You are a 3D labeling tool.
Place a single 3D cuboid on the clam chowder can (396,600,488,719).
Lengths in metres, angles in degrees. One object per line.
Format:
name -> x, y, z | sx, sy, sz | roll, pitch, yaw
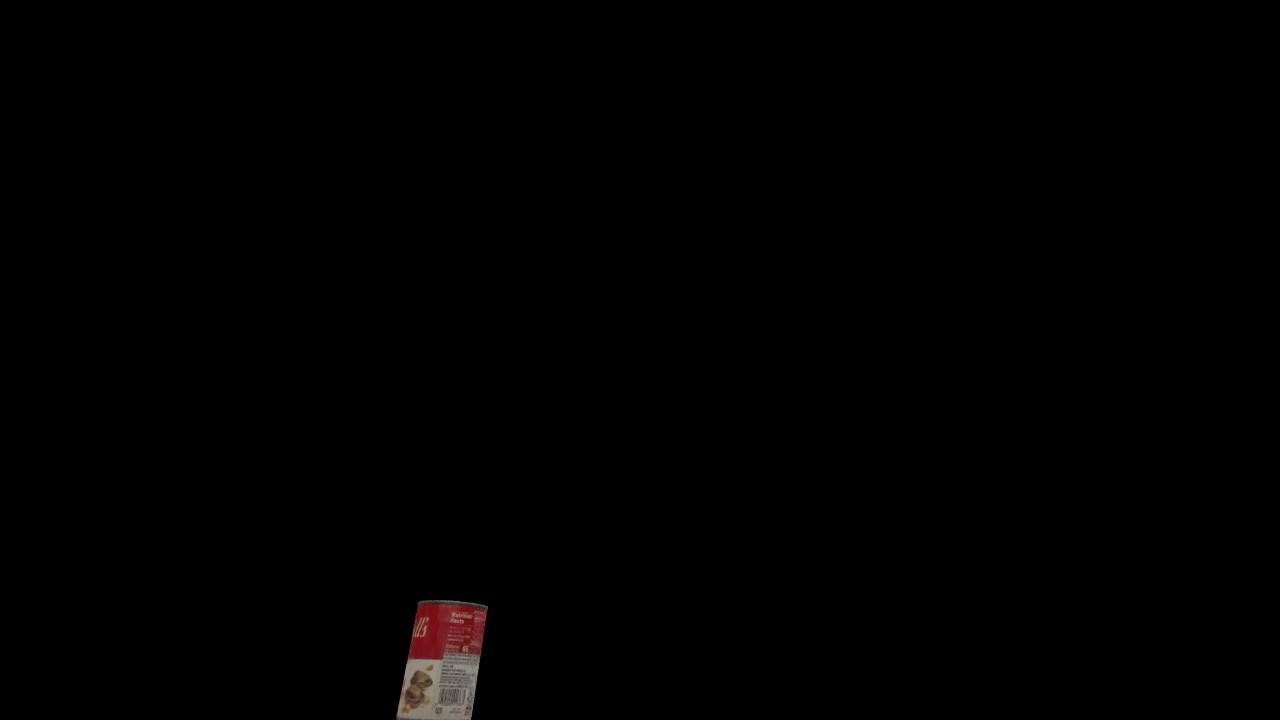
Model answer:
clam chowder can -> -0.185, 0.285, 0.580 | 0.068, 0.102, 0.068 | 1, -28, 1
